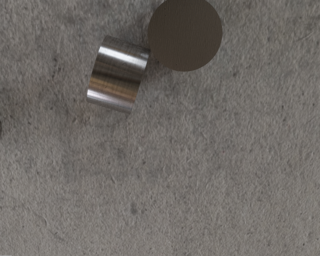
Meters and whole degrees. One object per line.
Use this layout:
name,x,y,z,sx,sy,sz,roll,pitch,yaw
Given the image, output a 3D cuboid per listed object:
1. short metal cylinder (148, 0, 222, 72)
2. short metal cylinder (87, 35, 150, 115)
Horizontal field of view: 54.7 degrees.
short metal cylinder,0.027,-0.109,0.357,0.081,0.050,0.079,0,110,-1
short metal cylinder,-0.047,-0.060,0.358,0.050,0.080,0.079,17,109,-7
